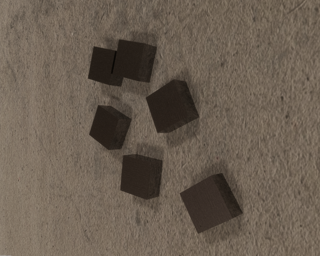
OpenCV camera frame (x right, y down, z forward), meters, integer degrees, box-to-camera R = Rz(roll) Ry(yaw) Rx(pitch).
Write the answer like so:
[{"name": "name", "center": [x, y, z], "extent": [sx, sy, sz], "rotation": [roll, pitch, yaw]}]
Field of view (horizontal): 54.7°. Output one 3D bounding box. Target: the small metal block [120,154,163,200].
[{"name": "small metal block", "center": [-0.026, 0.065, 0.424], "extent": [0.050, 0.025, 0.050], "rotation": [9, 96, 39]}]

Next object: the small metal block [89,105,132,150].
[{"name": "small metal block", "center": [-0.075, -0.001, 0.465], "extent": [0.050, 0.025, 0.050], "rotation": [32, 110, 35]}]

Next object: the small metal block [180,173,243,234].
[{"name": "small metal block", "center": [0.058, 0.086, 0.356], "extent": [0.050, 0.025, 0.050], "rotation": [-38, 67, 33]}]

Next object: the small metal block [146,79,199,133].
[{"name": "small metal block", "center": [0.015, -0.026, 0.391], "extent": [0.050, 0.025, 0.050], "rotation": [-29, 72, 36]}]

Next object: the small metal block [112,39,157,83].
[{"name": "small metal block", "center": [-0.036, -0.094, 0.432], "extent": [0.050, 0.025, 0.050], "rotation": [21, 103, 37]}]

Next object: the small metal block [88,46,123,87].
[{"name": "small metal block", "center": [-0.079, -0.093, 0.468], "extent": [0.050, 0.025, 0.050], "rotation": [21, 103, 37]}]
